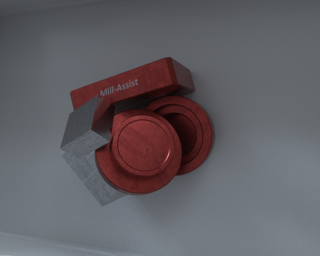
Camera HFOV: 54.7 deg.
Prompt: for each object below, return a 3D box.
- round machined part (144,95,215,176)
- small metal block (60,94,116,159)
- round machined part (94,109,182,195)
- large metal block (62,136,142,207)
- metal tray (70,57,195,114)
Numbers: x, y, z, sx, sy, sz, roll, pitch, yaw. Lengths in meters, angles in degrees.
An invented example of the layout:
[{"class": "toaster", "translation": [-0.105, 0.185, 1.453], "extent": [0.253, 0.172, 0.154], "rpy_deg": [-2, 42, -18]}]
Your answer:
[{"class": "round machined part", "translation": [0.021, 0.009, 0.393], "extent": [0.098, 0.042, 0.097], "rpy_deg": [0, 90, 19]}, {"class": "small metal block", "translation": [-0.078, -0.001, 0.337], "extent": [0.050, 0.025, 0.050], "rpy_deg": [-28, 42, 30]}, {"class": "round machined part", "translation": [-0.022, 0.024, 0.345], "extent": [0.099, 0.042, 0.098], "rpy_deg": [5, 71, -14]}, {"class": "large metal block", "translation": [-0.063, 0.046, 0.401], "extent": [0.050, 0.080, 0.080], "rpy_deg": [-46, 76, 14]}, {"class": "metal tray", "translation": [-0.031, -0.045, 0.384], "extent": [0.130, 0.090, 0.030], "rpy_deg": [-16, 86, 19]}]
